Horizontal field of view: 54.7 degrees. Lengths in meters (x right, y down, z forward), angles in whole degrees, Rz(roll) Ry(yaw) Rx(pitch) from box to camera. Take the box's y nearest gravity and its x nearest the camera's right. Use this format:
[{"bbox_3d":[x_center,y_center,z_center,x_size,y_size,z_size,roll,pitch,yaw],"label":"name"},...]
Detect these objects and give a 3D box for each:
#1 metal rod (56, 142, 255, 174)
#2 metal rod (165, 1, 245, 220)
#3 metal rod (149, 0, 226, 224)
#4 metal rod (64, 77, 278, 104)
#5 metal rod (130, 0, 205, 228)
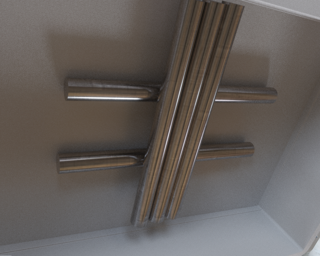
[{"bbox_3d":[0.013,0.039,0.438,0.303,0.025,0.025,-2,119,-28],"label":"metal rod"},{"bbox_3d":[0.047,-0.003,0.397,0.025,0.025,0.298,-1,119,-28],"label":"metal rod"},{"bbox_3d":[0.025,-0.001,0.386,0.025,0.025,0.298,-1,119,-28],"label":"metal rod"},{"bbox_3d":[0.034,-0.045,0.398,0.303,0.025,0.025,-2,119,-28],"label":"metal rod"},{"bbox_3d":[0.002,0.001,0.375,0.025,0.025,0.298,-1,119,-28],"label":"metal rod"}]
